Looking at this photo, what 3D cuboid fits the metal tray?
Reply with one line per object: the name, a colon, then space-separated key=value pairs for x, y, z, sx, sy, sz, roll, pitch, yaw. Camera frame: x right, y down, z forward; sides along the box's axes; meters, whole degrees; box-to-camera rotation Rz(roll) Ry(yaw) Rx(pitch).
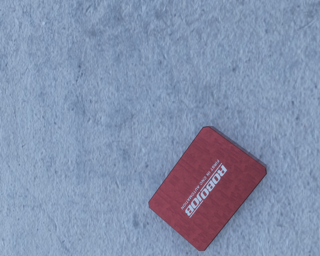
metal tray: x=0.058 y=0.073 z=0.386 sx=0.090 sy=0.030 sz=0.130 roll=38 pitch=102 yaw=16
